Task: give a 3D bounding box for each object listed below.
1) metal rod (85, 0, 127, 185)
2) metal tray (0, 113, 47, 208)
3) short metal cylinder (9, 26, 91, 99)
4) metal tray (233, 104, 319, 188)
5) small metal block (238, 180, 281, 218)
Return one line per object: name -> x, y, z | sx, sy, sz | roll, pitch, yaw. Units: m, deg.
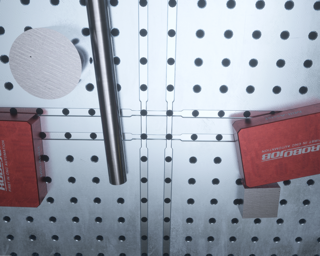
metal rod -> -0.068, -0.065, 0.388 | 0.025, 0.025, 0.298 | -3, 110, 1
metal tray -> -0.211, 0.045, 0.425 | 0.091, 0.030, 0.129 | 2, 110, -1
short metal cylinder -> -0.128, -0.079, 0.370 | 0.081, 0.050, 0.079 | 0, 110, 0
metal tray -> 0.172, 0.024, 0.421 | 0.131, 0.030, 0.089 | -12, 110, 4
small metal block -> 0.144, 0.103, 0.452 | 0.050, 0.025, 0.050 | -2, 110, 0
